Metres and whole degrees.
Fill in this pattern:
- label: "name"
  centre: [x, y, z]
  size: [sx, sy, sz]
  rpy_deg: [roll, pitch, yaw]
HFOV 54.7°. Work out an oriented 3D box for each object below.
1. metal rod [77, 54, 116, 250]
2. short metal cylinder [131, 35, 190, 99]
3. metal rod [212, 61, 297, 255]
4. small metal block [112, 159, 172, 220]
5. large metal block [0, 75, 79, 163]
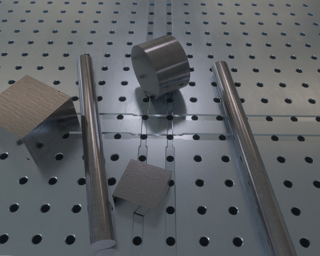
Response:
- label: "metal rod"
  centre: [-0.089, 0.004, 0.403]
  size: [0.025, 0.025, 0.300]
  rpy_deg: [-9, 51, -8]
- label: "short metal cylinder"
  centre: [0.000, -0.087, 0.445]
  size: [0.050, 0.080, 0.080]
  rpy_deg: [-25, 55, -19]
- label: "metal rod"
  centre: [0.108, 0.018, 0.393]
  size: [0.025, 0.025, 0.300]
  rpy_deg: [-4, 50, -3]
- label: "small metal block"
  centre: [-0.019, 0.068, 0.350]
  size: [0.050, 0.025, 0.050]
  rpy_deg: [16, 52, 13]
- label: "large metal block"
  centre: [-0.168, -0.014, 0.402]
  size: [0.080, 0.050, 0.080]
  rpy_deg: [26, 55, 20]
